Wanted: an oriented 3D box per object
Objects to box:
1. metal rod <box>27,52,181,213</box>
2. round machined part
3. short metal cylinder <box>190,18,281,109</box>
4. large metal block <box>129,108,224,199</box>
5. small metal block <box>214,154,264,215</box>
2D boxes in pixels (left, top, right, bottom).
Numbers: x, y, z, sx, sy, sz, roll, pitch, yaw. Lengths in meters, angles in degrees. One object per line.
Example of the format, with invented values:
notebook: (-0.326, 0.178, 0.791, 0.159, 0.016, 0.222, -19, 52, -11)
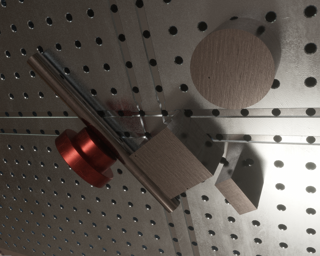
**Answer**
metal rod: (-0.079, 0.010, 0.456, 0.300, 0.025, 0.025, 48, 129, -6)
round machined part: (-0.101, 0.037, 0.451, 0.042, 0.098, 0.098, -42, 96, 0)
short metal cylinder: (0.077, -0.066, 0.313, 0.080, 0.050, 0.079, 13, 124, 20)
large metal block: (0.021, 0.035, 0.404, 0.080, 0.050, 0.080, 47, 129, -5)
small metal block: (0.100, 0.070, 0.385, 0.025, 0.050, 0.050, -34, 99, 38)
